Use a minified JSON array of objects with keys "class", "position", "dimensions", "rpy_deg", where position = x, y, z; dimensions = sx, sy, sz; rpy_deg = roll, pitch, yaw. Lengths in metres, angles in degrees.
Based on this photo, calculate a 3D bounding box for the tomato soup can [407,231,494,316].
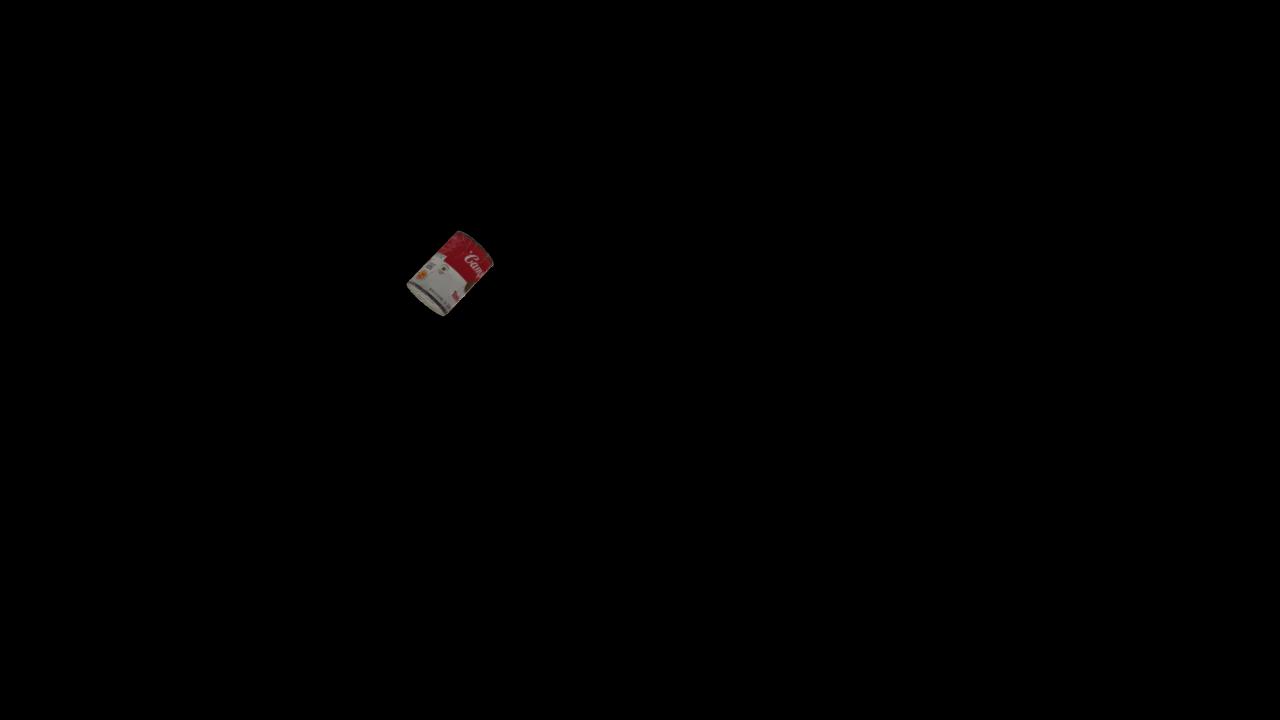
[{"class":"tomato soup can","position":[-0.259,-0.118,0.842],"dimensions":[0.068,0.101,0.068],"rpy_deg":[34,-18,13]}]
